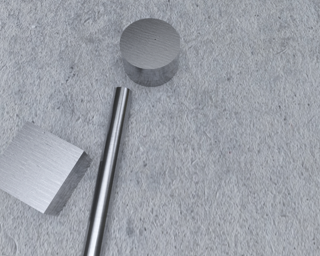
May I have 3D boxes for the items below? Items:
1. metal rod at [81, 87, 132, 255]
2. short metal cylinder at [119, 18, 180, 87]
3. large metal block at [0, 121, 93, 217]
[{"bbox_3d":[-0.070,0.089,0.375,0.025,0.025,0.299,7,70,2],"label":"metal rod"},{"bbox_3d":[-0.013,-0.104,0.433,0.081,0.050,0.080,0,70,0],"label":"short metal cylinder"},{"bbox_3d":[-0.142,0.050,0.376,0.080,0.050,0.080,27,72,9],"label":"large metal block"}]
